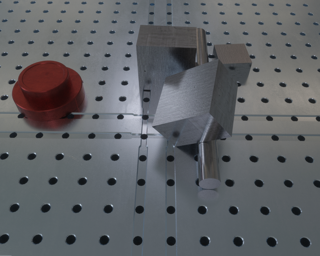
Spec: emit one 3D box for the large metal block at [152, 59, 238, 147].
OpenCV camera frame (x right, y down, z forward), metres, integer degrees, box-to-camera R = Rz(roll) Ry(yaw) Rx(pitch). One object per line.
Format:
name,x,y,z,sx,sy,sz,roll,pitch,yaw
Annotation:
large metal block,0.045,-0.029,0.385,0.080,0.050,0.080,-13,49,38

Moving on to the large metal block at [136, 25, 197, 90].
large metal block,0.010,-0.101,0.457,0.080,0.080,0.050,3,50,2

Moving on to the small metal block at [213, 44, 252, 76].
small metal block,0.115,-0.111,0.501,0.050,0.025,0.050,-3,50,-3

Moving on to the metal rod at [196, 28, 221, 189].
metal rod,0.063,-0.051,0.450,0.025,0.025,0.300,2,50,1

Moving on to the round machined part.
round machined part,-0.162,-0.060,0.446,0.099,0.042,0.098,0,50,0
